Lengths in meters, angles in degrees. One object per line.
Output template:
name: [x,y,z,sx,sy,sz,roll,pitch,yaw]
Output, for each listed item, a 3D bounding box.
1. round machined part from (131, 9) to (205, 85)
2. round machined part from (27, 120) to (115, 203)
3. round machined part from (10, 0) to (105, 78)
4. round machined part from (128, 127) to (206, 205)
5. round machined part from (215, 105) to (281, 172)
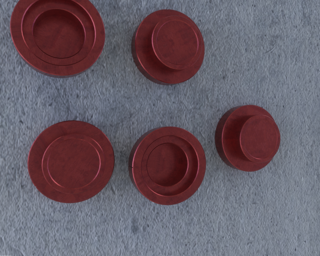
round machined part: [0.015,-0.107,0.405,0.099,0.042,0.097,0,90,-20]
round machined part: [-0.102,0.040,0.362,0.099,0.042,0.097,0,90,-20]
round machined part: [-0.116,-0.106,0.357,0.099,0.042,0.097,0,90,-20]
round machined part: [0.006,0.047,0.402,0.099,0.042,0.097,0,90,-20]
round machined part: [0.133,0.015,0.449,0.099,0.042,0.097,0,90,-20]
